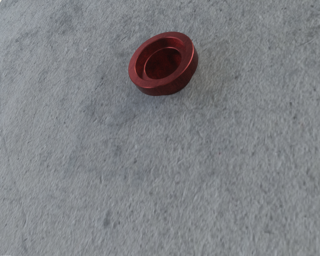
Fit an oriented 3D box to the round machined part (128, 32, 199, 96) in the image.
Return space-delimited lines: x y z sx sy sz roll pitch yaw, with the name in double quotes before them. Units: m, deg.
"round machined part" 0.008 -0.086 0.440 0.098 0.042 0.098 -13 56 20
